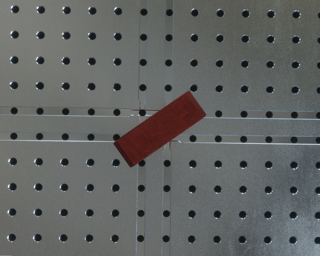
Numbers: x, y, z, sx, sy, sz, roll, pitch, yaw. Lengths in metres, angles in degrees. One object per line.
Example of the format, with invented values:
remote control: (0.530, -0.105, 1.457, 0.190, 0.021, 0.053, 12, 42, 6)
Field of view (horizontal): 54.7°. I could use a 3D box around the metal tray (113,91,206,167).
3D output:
metal tray: (0.000, 0.001, 0.361, 0.090, 0.130, 0.030, -35, 90, 0)
